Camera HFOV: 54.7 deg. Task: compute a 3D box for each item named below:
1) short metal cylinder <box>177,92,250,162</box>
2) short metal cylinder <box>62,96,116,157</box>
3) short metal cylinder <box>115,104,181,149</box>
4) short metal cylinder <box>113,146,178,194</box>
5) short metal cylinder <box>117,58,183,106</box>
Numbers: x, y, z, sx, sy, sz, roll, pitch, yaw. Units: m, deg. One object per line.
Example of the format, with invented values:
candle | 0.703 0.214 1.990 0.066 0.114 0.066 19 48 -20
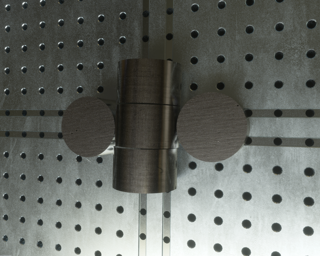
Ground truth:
short metal cylinder | 0.066 -0.001 0.375 0.080 0.050 0.079 0 90 19
short metal cylinder | -0.086 -0.002 0.428 0.080 0.050 0.079 0 90 19
short metal cylinder | -0.015 -0.002 0.387 0.080 0.080 0.050 2 91 19
short metal cylinder | -0.018 0.048 0.388 0.080 0.080 0.050 1 91 19
short metal cylinder | -0.013 -0.054 0.386 0.080 0.080 0.050 3 91 19
